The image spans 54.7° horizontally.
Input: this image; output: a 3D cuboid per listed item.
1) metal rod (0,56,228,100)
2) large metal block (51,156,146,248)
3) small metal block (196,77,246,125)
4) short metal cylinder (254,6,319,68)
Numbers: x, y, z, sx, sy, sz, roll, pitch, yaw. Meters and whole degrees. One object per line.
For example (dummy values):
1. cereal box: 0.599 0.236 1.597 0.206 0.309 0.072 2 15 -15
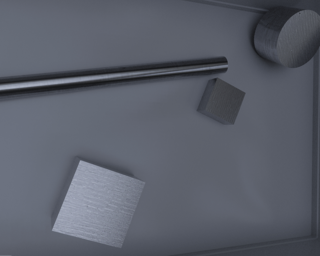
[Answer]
1. metal rod: -0.049 -0.066 0.393 0.303 0.025 0.025 -10 94 -20
2. large metal block: -0.075 0.086 0.370 0.080 0.050 0.080 23 82 -19
3. small metal block: 0.088 -0.037 0.444 0.050 0.025 0.050 25 82 -19
4. short metal cylinder: 0.187 -0.133 0.453 0.081 0.050 0.079 -10 119 -19
